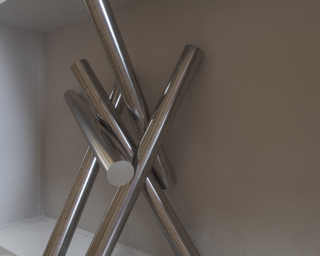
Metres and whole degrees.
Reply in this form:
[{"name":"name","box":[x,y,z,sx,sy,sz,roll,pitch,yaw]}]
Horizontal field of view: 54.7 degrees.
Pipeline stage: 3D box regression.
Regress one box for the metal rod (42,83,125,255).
[{"name":"metal rod","box":[-0.092,0.055,0.400,0.025,0.025,0.299,4,67,39]}]

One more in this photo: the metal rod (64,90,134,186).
[{"name":"metal rod","box":[-0.094,-0.007,0.403,0.300,0.025,0.025,39,116,60]}]

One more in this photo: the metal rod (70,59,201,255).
[{"name":"metal rod","box":[-0.031,0.044,0.386,0.025,0.025,0.299,-36,80,34]}]

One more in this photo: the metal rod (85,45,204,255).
[{"name":"metal rod","box":[-0.021,0.040,0.348,0.025,0.025,0.299,17,78,38]}]

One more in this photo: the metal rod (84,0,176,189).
[{"name":"metal rod","box":[-0.041,-0.062,0.357,0.025,0.025,0.298,-6,112,39]}]
